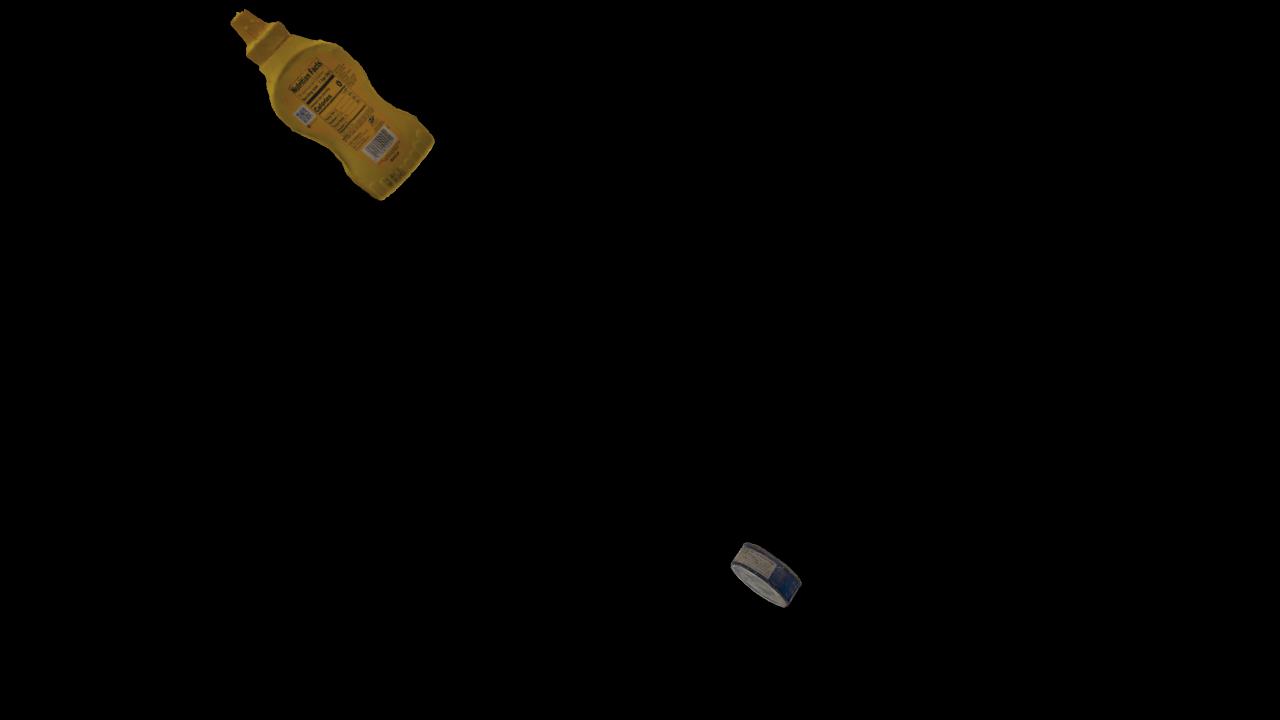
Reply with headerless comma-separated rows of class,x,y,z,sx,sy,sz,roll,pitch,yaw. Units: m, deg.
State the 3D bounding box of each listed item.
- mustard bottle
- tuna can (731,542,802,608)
mustard bottle,-0.293,-0.246,0.581,0.184,0.092,0.054,43,1,-40
tuna can,0.155,0.266,0.760,0.084,0.034,0.084,34,-22,16
